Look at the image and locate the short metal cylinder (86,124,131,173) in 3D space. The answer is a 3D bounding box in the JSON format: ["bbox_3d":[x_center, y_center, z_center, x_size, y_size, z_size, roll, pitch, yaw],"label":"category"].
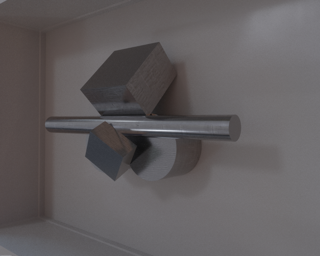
[{"bbox_3d":[-0.059,0.021,0.435,0.080,0.050,0.079,0,90,39],"label":"short metal cylinder"}]

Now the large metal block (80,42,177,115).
[{"bbox_3d":[-0.038,-0.059,0.391,0.080,0.050,0.080,1,48,39],"label":"large metal block"}]

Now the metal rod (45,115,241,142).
[{"bbox_3d":[-0.048,-0.003,0.377,0.300,0.025,0.025,1,91,39],"label":"metal rod"}]

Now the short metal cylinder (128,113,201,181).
[{"bbox_3d":[0.003,0.022,0.385,0.080,0.050,0.079,0,90,39],"label":"short metal cylinder"}]

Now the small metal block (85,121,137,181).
[{"bbox_3d":[-0.060,0.028,0.373,0.050,0.025,0.050,37,136,13],"label":"small metal block"}]
